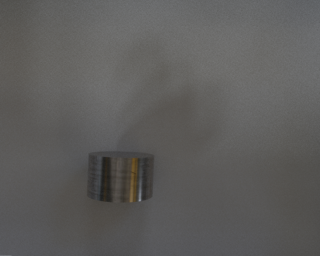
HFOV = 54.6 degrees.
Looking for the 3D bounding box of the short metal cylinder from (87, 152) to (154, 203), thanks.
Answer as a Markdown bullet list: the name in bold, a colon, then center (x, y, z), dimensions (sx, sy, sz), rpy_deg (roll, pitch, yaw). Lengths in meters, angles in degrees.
- **short metal cylinder**: center (-0.048, 0.057, 0.384), dimensions (0.080, 0.080, 0.050), rpy_deg (2, 90, 0)
